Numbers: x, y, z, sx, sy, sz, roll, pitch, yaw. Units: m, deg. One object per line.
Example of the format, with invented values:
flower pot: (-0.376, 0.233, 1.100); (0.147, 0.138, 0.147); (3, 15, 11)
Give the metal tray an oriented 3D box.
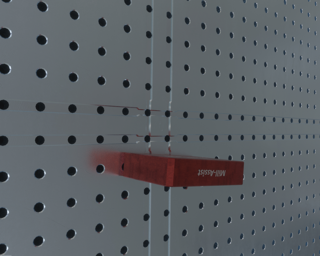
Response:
metal tray: (0.031, 0.052, 0.392); (0.131, 0.090, 0.030); (7, 86, -40)
